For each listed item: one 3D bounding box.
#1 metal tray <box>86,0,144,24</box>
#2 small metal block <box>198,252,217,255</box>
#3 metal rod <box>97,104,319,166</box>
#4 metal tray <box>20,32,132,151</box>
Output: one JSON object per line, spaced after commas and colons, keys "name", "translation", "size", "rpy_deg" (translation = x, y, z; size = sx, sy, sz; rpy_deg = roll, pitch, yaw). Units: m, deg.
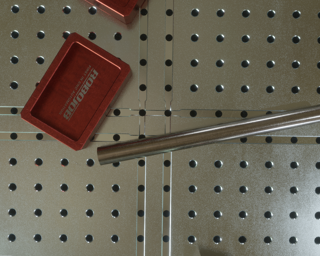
{"name": "metal tray", "translation": [-0.048, -0.218, 0.410], "size": [0.090, 0.030, 0.130], "rpy_deg": [31, 90, -1]}
{"name": "small metal block", "translation": [0.073, 0.201, 0.415], "size": [0.050, 0.025, 0.050], "rpy_deg": [14, 90, -1]}
{"name": "metal rod", "translation": [0.068, 0.009, 0.414], "size": [0.302, 0.025, 0.025], "rpy_deg": [-11, 90, -1]}
{"name": "metal tray", "translation": [-0.108, -0.047, 0.409], "size": [0.090, 0.030, 0.130], "rpy_deg": [32, 90, -1]}
